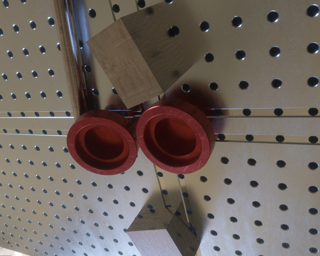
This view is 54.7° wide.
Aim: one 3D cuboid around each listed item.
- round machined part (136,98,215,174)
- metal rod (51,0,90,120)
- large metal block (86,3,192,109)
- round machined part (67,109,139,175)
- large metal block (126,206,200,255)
[{"bbox_3d":[0.023,0.007,0.393,0.098,0.042,0.097,13,124,21],"label":"round machined part"},{"bbox_3d":[-0.117,-0.066,0.431,0.025,0.025,0.298,12,124,22],"label":"metal rod"},{"bbox_3d":[-0.019,-0.079,0.337,0.050,0.080,0.080,-20,108,36],"label":"large metal block"},{"bbox_3d":[-0.077,0.016,0.439,0.099,0.042,0.097,3,121,6],"label":"round machined part"},{"bbox_3d":[0.006,0.178,0.502,0.080,0.050,0.080,-17,110,35],"label":"large metal block"}]
